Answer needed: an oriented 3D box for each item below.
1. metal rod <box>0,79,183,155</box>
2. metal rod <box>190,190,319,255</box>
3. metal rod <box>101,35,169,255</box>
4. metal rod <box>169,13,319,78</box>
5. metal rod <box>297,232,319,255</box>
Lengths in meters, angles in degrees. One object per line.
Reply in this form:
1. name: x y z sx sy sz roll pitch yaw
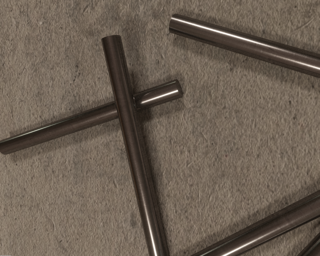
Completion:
1. metal rod: -0.112 -0.010 0.446 0.301 0.025 0.025 -17 85 18
2. metal rod: 0.079 0.151 0.380 0.300 0.025 0.025 -34 79 16
3. metal rod: -0.030 0.032 0.399 0.025 0.025 0.298 -11 94 19
4. metal rod: 0.150 -0.081 0.356 0.301 0.025 0.025 23 97 18
5. metal rod: 0.165 0.156 0.350 0.025 0.025 0.299 40 102 15
